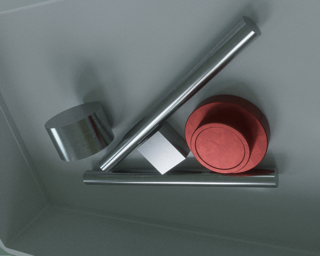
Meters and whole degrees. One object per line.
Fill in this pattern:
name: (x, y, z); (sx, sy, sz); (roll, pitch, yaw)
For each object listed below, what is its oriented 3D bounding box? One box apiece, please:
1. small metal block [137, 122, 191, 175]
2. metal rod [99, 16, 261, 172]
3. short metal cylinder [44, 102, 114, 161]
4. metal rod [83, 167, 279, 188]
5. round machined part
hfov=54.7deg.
small metal block: (0.006, 0.028, 0.419); (0.050, 0.025, 0.050); (46, 129, -4)
metal rod: (0.002, -0.021, 0.391); (0.025, 0.025, 0.299); (45, 129, -4)
short metal cylinder: (-0.110, 0.003, 0.430); (0.080, 0.080, 0.050); (-5, 116, 30)
metal rod: (0.010, 0.071, 0.444); (0.300, 0.025, 0.025); (-5, 116, 30)
round machined part: (0.075, 0.014, 0.362); (0.098, 0.042, 0.097); (13, 124, 20)
